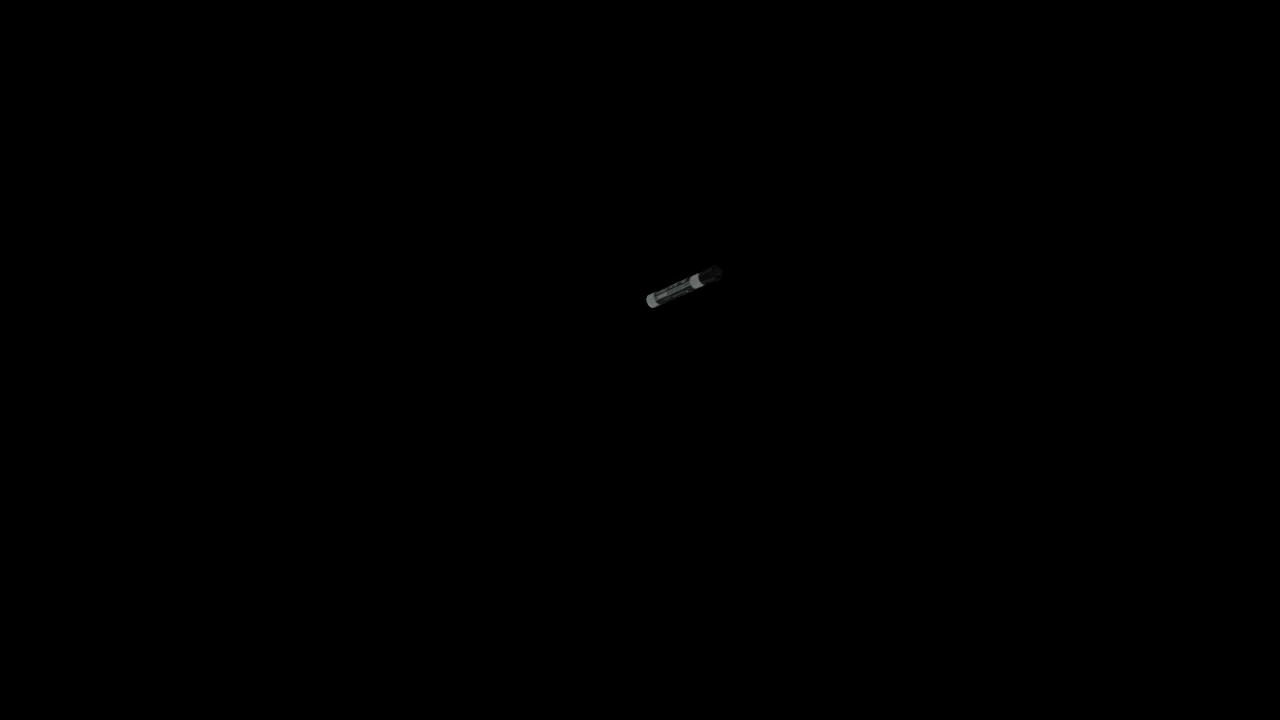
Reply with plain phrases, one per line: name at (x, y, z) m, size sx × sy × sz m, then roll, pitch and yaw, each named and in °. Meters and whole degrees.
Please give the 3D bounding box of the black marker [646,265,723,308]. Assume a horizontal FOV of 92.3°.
black marker at (0.055, -0.091, 0.766) m, size 0.020 × 0.020 × 0.121 m, roll 0°, pitch -13°, yaw -43°
